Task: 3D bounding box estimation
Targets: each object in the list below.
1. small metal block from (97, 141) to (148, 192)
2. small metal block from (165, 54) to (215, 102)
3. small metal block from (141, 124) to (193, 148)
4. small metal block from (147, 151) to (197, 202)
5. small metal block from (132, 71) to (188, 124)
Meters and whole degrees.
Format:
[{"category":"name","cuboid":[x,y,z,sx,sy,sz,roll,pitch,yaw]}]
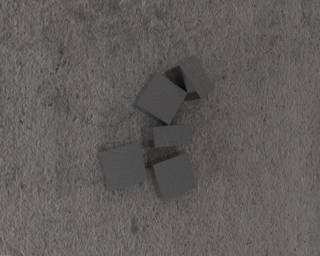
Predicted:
[{"category":"small metal block","cuboid":[-0.048,0.047,0.391,0.050,0.025,0.050,-14,95,-20]},{"category":"small metal block","cuboid":[0.038,-0.064,0.410,0.025,0.050,0.050,-39,103,-16]},{"category":"small metal block","cuboid":[0.008,0.009,0.399,0.050,0.050,0.025,-5,92,-20]},{"category":"small metal block","cuboid":[0.016,0.063,0.415,0.050,0.025,0.050,-19,96,-19]},{"category":"small metal block","cuboid":[0.000,-0.038,0.409,0.050,0.025,0.050,33,79,-17]}]
